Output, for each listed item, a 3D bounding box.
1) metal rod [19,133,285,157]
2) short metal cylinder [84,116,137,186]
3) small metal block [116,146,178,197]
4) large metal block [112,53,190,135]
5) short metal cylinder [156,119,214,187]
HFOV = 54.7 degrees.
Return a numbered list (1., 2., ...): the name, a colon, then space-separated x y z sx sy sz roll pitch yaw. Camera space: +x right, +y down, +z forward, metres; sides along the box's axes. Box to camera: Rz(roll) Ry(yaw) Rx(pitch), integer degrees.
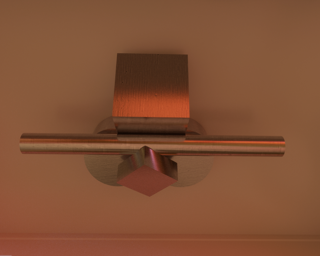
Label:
1. metal rod: -0.008 0.020 0.364 0.302 0.025 0.025 1 110 -1
2. short metal cylinder: -0.054 0.029 0.407 0.081 0.050 0.079 0 110 -1
3. small metal block: -0.015 0.053 0.364 0.050 0.025 0.050 30 130 -30
4. large metal block: -0.009 -0.038 0.360 0.081 0.050 0.080 1 67 -1
5. short metal cylinder: 0.027 0.030 0.408 0.081 0.050 0.079 0 110 -1
